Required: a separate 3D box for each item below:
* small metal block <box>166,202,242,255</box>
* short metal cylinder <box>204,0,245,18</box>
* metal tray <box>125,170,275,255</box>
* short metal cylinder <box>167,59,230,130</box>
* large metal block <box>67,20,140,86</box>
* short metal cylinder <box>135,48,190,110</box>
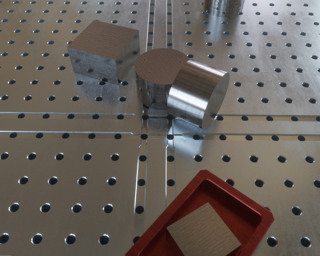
[{"bbox_3d":[0.041,0.109,0.299,0.050,0.025,0.050,-25,55,-20],"label":"small metal block"},{"bbox_3d":[0.129,-0.263,0.613,0.080,0.050,0.080,0,50,0],"label":"short metal cylinder"},{"bbox_3d":[0.041,0.113,0.309,0.090,0.030,0.131,33,57,24],"label":"metal tray"},{"bbox_3d":[0.052,-0.044,0.409,0.050,0.080,0.080,25,55,20],"label":"short metal cylinder"},{"bbox_3d":[-0.086,-0.121,0.493,0.080,0.050,0.080,17,52,14],"label":"large metal block"},{"bbox_3d":[0.005,-0.072,0.452,0.080,0.050,0.080,0,50,0],"label":"short metal cylinder"}]
